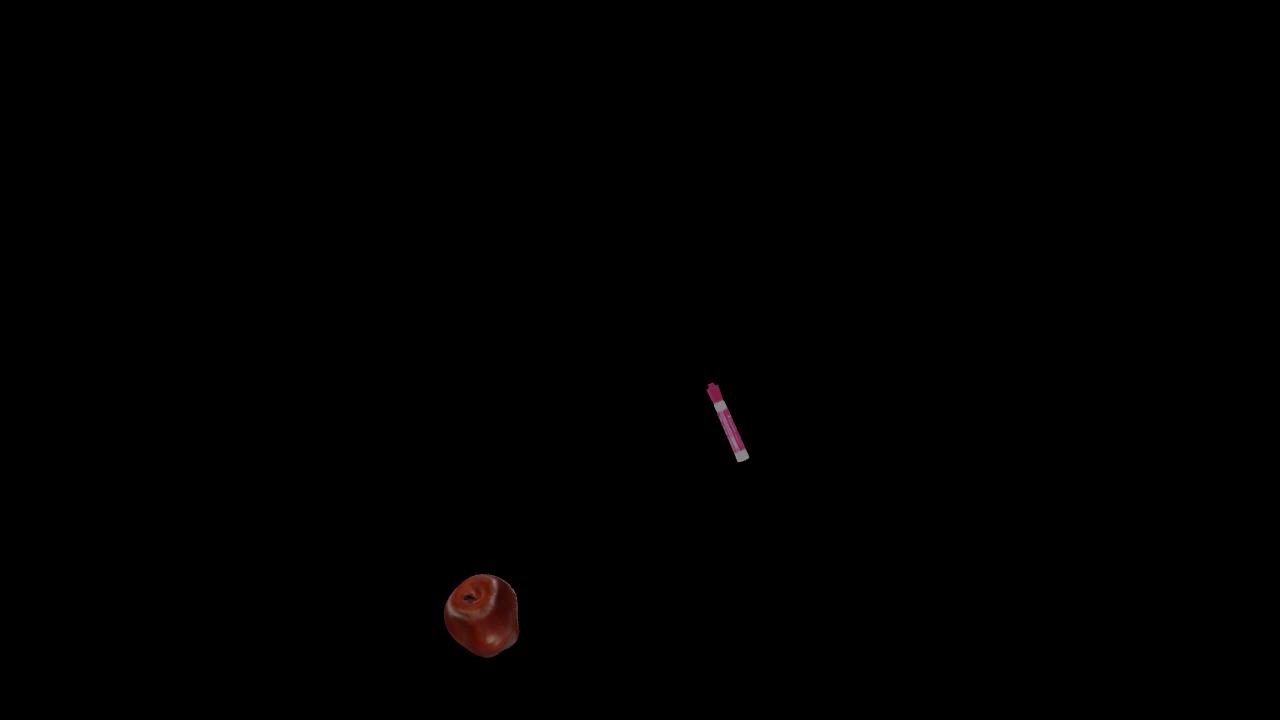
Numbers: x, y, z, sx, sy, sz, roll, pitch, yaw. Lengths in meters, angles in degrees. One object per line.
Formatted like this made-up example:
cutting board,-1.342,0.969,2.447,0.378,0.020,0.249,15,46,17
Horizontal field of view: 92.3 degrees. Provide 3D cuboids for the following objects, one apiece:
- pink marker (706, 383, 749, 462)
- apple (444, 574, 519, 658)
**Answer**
pink marker,0.127,0.090,0.894,0.020,0.121,0.020,-24,-1,0
apple,-0.171,0.280,0.673,0.079,0.093,0.079,-11,36,8
